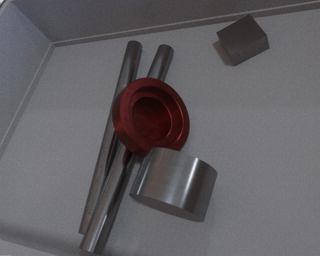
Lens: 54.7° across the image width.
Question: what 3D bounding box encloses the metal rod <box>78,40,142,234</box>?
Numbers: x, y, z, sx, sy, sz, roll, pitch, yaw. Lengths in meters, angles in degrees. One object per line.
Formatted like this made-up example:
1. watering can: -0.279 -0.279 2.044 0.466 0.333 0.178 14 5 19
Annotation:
1. metal rod: -0.063 -0.004 0.439 0.025 0.025 0.299 -5 59 25

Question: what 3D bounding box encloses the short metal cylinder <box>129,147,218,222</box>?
1. short metal cylinder: 0.014 0.060 0.325 0.080 0.080 0.050 8 66 31

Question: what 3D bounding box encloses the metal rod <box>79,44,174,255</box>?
1. metal rod: -0.034 0.009 0.407 0.025 0.025 0.300 3 60 29

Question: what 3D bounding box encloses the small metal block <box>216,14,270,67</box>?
1. small metal block: 0.112 -0.119 0.420 0.050 0.025 0.050 -27 53 10

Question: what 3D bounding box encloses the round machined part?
1. round machined part: -0.015 -0.009 0.380 0.042 0.099 0.098 -27 45 51
